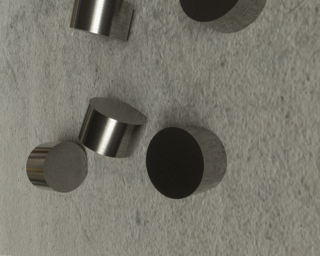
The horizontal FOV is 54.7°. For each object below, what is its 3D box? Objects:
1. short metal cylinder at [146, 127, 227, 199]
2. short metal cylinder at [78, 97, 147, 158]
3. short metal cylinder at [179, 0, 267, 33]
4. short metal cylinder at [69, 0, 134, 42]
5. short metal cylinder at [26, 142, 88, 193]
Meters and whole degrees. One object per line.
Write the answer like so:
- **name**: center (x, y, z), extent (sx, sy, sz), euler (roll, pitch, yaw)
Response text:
- **short metal cylinder**: center (0.030, 0.039, 0.362), extent (0.080, 0.050, 0.079), euler (0, 90, 39)
- **short metal cylinder**: center (-0.064, -0.002, 0.420), extent (0.080, 0.081, 0.050), euler (36, 112, 34)
- **short metal cylinder**: center (0.068, -0.148, 0.332), extent (0.080, 0.050, 0.079), euler (0, 90, 39)
- **short metal cylinder**: center (-0.081, -0.155, 0.434), extent (0.080, 0.081, 0.050), euler (23, 105, 37)
- **short metal cylinder**: center (-0.166, 0.062, 0.503), extent (0.050, 0.081, 0.079), euler (-3, 88, 40)
